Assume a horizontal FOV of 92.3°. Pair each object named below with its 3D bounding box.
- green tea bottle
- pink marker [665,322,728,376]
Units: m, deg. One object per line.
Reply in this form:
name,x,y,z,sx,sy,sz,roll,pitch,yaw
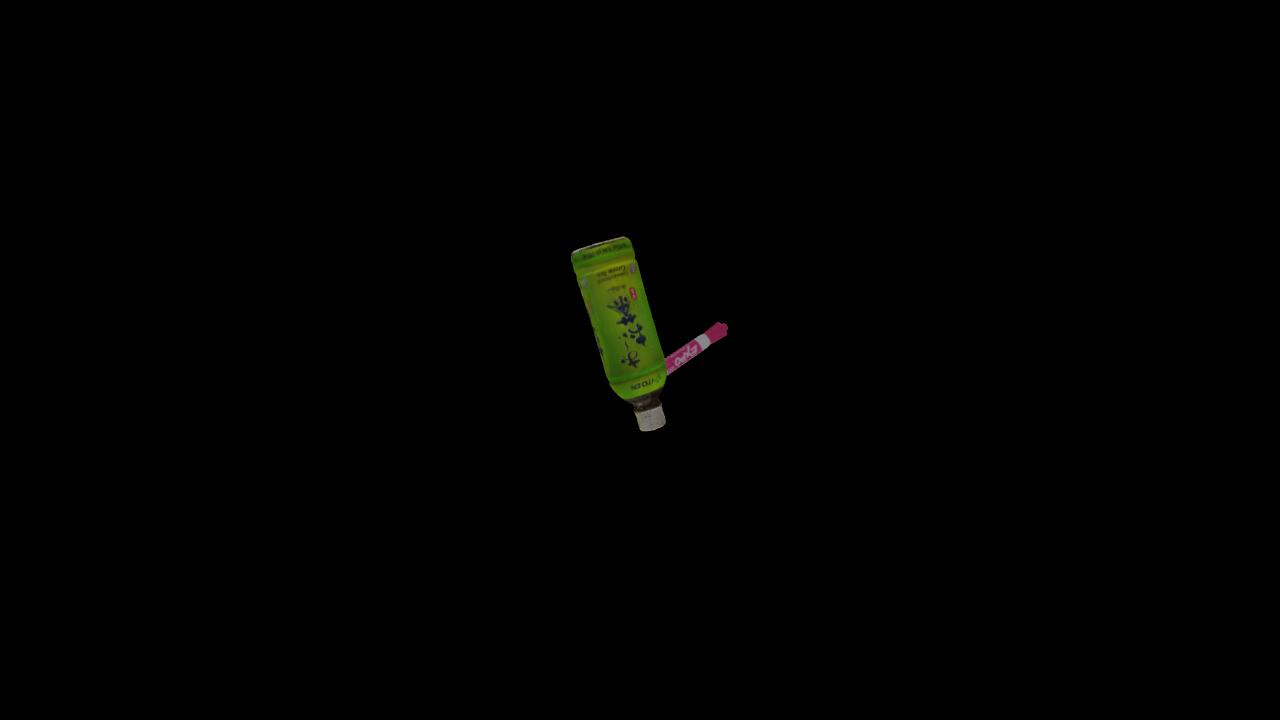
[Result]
green tea bottle,-0.014,-0.025,0.676,0.073,0.212,0.073,-18,7,2
pink marker,0.051,-0.006,0.700,0.121,0.020,0.020,-34,8,-12
